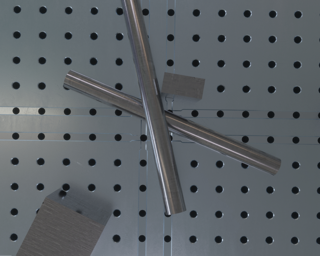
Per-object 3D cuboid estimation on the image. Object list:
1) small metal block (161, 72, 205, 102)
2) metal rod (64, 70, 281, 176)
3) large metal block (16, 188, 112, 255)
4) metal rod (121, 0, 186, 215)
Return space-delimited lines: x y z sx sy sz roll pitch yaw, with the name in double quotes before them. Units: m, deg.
"small metal block" 0.028 -0.052 0.401 0.050 0.050 0.025 10 90 0
"metal rod" 0.017 -0.007 0.413 0.301 0.025 0.025 23 90 0
"large metal block" -0.120 0.137 0.400 0.080 0.050 0.080 27 90 0
"metal rod" -0.012 -0.044 0.391 0.025 0.025 0.298 -12 81 0
